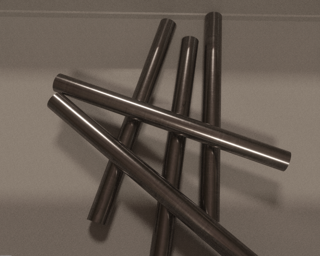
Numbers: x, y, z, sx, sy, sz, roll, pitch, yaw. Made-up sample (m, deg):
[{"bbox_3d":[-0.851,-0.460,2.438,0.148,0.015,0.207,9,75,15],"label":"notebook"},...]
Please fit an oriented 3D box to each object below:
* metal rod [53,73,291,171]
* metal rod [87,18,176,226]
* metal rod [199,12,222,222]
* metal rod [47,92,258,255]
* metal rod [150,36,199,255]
[{"bbox_3d":[0.009,-0.009,0.385,0.301,0.025,0.025,19,71,6],"label":"metal rod"},{"bbox_3d":[-0.031,-0.022,0.417,0.025,0.025,0.299,16,71,5],"label":"metal rod"},{"bbox_3d":[0.070,-0.029,0.420,0.025,0.025,0.299,4,70,1],"label":"metal rod"},{"bbox_3d":[-0.018,0.056,0.361,0.300,0.025,0.025,38,74,12],"label":"metal rod"},{"bbox_3d":[0.022,0.011,0.405,0.025,0.025,0.299,8,70,2],"label":"metal rod"}]
